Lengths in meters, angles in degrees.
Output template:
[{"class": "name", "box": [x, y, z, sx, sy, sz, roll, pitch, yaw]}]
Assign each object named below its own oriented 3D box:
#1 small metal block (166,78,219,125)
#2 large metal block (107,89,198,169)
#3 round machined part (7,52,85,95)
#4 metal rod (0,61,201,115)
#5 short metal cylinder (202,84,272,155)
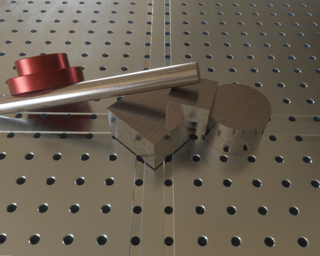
[{"class": "small metal block", "box": [0.039, -0.036, 0.370, 0.050, 0.025, 0.050, 15, 51, 11]}, {"class": "large metal block", "box": [-0.008, -0.009, 0.396, 0.080, 0.050, 0.080, 36, 58, 26]}, {"class": "round machined part", "box": [-0.157, -0.076, 0.423, 0.099, 0.042, 0.098, -10, 12, 2]}, {"class": "metal rod", "box": [-0.101, -0.044, 0.387, 0.301, 0.025, 0.025, -7, 48, 16]}, {"class": "short metal cylinder", "box": [0.097, -0.012, 0.403, 0.081, 0.050, 0.080, 0, 50, 0]}]
